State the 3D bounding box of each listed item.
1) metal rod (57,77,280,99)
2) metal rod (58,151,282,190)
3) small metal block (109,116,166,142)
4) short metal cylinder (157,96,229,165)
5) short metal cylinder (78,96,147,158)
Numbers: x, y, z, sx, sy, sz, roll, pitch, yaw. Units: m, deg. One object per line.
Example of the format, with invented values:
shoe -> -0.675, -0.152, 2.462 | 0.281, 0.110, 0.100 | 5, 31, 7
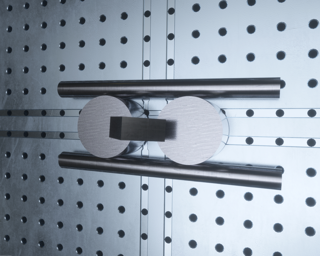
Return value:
metal rod -> -0.002, -0.052, 0.410 | 0.301, 0.025, 0.025 | 2, 91, 19
metal rod -> -0.001, 0.053, 0.409 | 0.301, 0.025, 0.025 | 3, 91, 19
small metal block -> -0.027, 0.001, 0.356 | 0.050, 0.050, 0.025 | 3, 91, -23
short metal cylinder -> 0.041, 0.003, 0.381 | 0.080, 0.050, 0.079 | 0, 90, 20
short metal cylinder -> -0.062, -0.002, 0.418 | 0.080, 0.050, 0.079 | 0, 90, 20
